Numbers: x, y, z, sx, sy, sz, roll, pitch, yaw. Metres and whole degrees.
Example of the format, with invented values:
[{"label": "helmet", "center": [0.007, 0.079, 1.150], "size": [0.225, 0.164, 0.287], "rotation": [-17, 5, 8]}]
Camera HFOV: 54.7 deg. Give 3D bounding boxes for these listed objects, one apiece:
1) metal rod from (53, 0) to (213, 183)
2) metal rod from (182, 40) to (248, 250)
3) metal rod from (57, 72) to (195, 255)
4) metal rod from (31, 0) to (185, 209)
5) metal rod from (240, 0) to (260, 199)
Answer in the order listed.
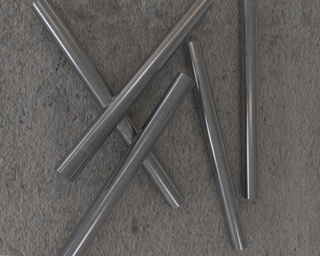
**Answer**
[{"label": "metal rod", "center": [-0.020, -0.063, 0.380], "size": [0.025, 0.025, 0.300], "rotation": [42, 69, -15]}, {"label": "metal rod", "center": [0.079, 0.028, 0.438], "size": [0.025, 0.025, 0.298], "rotation": [-16, 96, -19]}, {"label": "metal rod", "center": [-0.050, 0.064, 0.370], "size": [0.025, 0.025, 0.299], "rotation": [34, 87, -17]}, {"label": "metal rod", "center": [-0.057, -0.022, 0.387], "size": [0.025, 0.025, 0.299], "rotation": [-37, 102, -16]}, {"label": "metal rod", "center": [0.133, -0.047, 0.457], "size": [0.025, 0.025, 0.298], "rotation": [-1, 90, -20]}]
